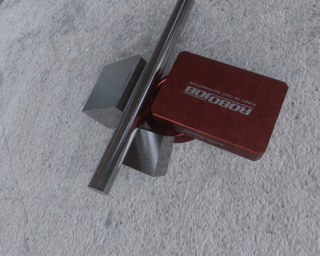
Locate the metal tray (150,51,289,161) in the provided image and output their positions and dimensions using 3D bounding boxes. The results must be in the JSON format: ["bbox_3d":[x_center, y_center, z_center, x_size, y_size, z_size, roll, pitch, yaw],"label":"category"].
[{"bbox_3d":[0.067,-0.028,0.356,0.130,0.030,0.090,21,73,14],"label":"metal tray"}]

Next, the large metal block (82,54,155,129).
[{"bbox_3d":[-0.052,-0.047,0.432,0.080,0.050,0.080,-3,58,47],"label":"large metal block"}]

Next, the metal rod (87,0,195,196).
[{"bbox_3d":[-0.015,-0.059,0.395,0.025,0.025,0.300,8,63,31],"label":"metal rod"}]

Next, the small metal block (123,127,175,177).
[{"bbox_3d":[-0.014,0.028,0.383,0.050,0.025,0.050,17,96,35],"label":"small metal block"}]

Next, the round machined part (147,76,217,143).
[{"bbox_3d":[0.024,-0.033,0.402,0.098,0.042,0.098,-13,56,21],"label":"round machined part"}]
